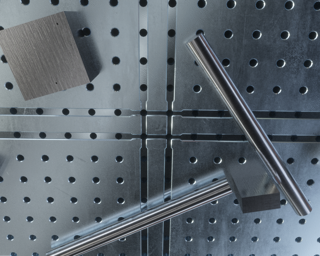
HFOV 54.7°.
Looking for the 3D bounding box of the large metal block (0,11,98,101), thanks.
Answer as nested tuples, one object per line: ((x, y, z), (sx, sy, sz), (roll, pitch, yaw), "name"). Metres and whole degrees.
((-0.129, -0.086, 0.367), (0.080, 0.050, 0.080), (-15, 110, 5), "large metal block")

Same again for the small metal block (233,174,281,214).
((0.135, 0.091, 0.435), (0.050, 0.050, 0.025), (-9, 110, 3), "small metal block")

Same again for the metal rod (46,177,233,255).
((-0.036, 0.143, 0.465), (0.301, 0.025, 0.025), (-25, 108, 8), "metal rod")

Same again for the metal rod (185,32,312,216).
((0.127, 0.006, 0.416), (0.025, 0.025, 0.300), (-34, 107, 11), "metal rod")
